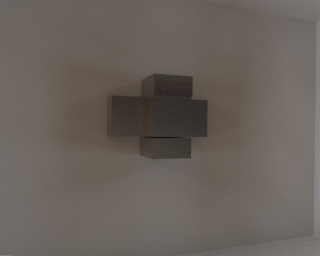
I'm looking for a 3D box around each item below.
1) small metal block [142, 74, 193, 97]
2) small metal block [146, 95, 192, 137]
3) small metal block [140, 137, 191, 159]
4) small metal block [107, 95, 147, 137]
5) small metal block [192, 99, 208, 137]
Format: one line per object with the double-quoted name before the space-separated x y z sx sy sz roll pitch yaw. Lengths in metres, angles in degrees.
"small metal block" 0.008 -0.052 0.398 0.050 0.050 0.025 1 90 -20
"small metal block" 0.011 -0.014 0.385 0.050 0.025 0.050 1 90 -20
"small metal block" 0.006 0.024 0.396 0.050 0.050 0.025 1 90 -20
"small metal block" -0.039 -0.014 0.394 0.050 0.025 0.050 1 90 -20
"small metal block" 0.036 -0.013 0.422 0.050 0.025 0.050 1 90 -20
